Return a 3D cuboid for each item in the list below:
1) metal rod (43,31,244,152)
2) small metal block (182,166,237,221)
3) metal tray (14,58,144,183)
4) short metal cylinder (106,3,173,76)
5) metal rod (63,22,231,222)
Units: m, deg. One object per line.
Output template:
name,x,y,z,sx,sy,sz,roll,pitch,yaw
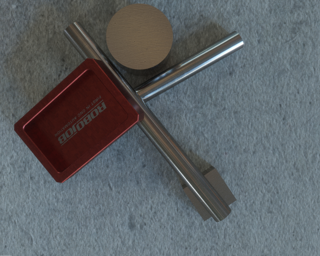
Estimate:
metal rod,-0.027,-0.044,0.411,0.301,0.025,0.025,-30,90,-1
small metal block,0.064,0.086,0.412,0.050,0.025,0.050,-34,90,0
metal tray,-0.096,-0.008,0.369,0.130,0.030,0.090,-39,90,11
short metal cylinder,-0.025,-0.110,0.398,0.081,0.050,0.079,0,90,-1
metal rod,-0.015,-0.007,0.386,0.025,0.025,0.300,-39,91,0
